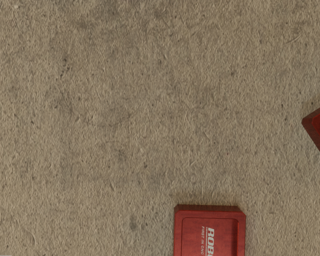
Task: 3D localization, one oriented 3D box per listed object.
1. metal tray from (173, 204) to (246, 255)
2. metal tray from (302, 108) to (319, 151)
[{"bbox_3d":[0.062,0.170,0.407,0.091,0.030,0.129,2,90,0],"label":"metal tray"},{"bbox_3d":[0.270,-0.008,0.409,0.130,0.030,0.090,-33,90,0],"label":"metal tray"}]
